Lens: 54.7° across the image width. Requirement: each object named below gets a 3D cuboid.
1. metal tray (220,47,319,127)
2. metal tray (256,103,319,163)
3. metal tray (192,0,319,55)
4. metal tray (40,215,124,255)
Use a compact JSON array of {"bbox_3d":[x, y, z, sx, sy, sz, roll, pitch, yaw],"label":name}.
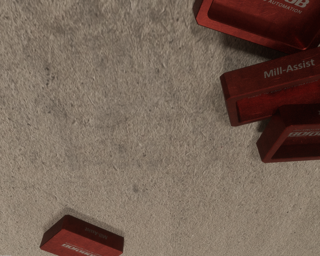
[{"bbox_3d":[0.138,-0.044,0.342,0.130,0.030,0.090,-14,158,11],"label":"metal tray"},{"bbox_3d":[0.200,0.007,0.389,0.131,0.030,0.090,-3,147,-6],"label":"metal tray"},{"bbox_3d":[0.108,-0.128,0.296,0.131,0.030,0.089,14,129,-12],"label":"metal tray"},{"bbox_3d":[-0.146,0.219,0.589,0.130,0.030,0.090,33,123,-25],"label":"metal tray"}]
